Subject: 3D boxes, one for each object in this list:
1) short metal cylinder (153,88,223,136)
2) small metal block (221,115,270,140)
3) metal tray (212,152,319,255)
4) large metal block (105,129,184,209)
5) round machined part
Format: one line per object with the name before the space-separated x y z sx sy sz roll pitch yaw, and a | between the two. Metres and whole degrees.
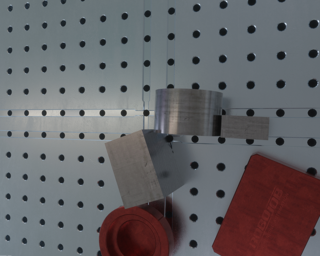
short metal cylinder | 0.033 -0.018 0.372 0.080 0.080 0.050 4 91 20
small metal block | 0.097 -0.001 0.361 0.050 0.050 0.025 3 91 11
metal tray | 0.128 0.104 0.365 0.090 0.030 0.129 23 98 18
large metal block | -0.017 0.047 0.389 0.050 0.080 0.080 -20 83 19
round machined part | -0.028 0.148 0.413 0.098 0.042 0.097 0 90 20
